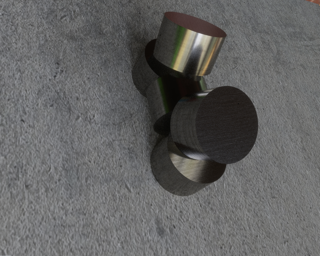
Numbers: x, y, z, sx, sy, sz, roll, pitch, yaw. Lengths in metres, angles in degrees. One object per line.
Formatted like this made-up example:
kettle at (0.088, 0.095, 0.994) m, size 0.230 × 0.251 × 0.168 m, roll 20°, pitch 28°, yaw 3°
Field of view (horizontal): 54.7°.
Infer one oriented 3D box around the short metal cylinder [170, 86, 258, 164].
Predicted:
short metal cylinder at (0.059, -0.003, 0.338) m, size 0.081 × 0.050 × 0.080 m, roll 0°, pitch 90°, yaw -27°

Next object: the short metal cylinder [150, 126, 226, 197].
short metal cylinder at (0.034, 0.039, 0.384) m, size 0.081 × 0.050 × 0.080 m, roll 14°, pitch 56°, yaw -21°

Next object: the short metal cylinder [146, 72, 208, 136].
short metal cylinder at (0.026, -0.030, 0.403) m, size 0.081 × 0.080 × 0.050 m, roll 1°, pitch 61°, yaw -28°

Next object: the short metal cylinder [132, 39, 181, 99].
short metal cylinder at (0.006, -0.080, 0.442) m, size 0.081 × 0.050 × 0.080 m, roll 14°, pitch 56°, yaw -21°

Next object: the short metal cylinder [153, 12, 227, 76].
short metal cylinder at (0.036, -0.107, 0.391) m, size 0.081 × 0.050 × 0.080 m, roll 15°, pitch 32°, yaw -9°
